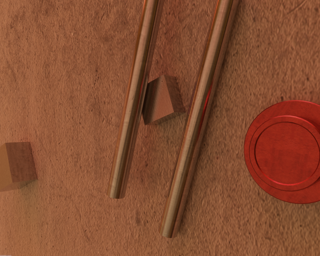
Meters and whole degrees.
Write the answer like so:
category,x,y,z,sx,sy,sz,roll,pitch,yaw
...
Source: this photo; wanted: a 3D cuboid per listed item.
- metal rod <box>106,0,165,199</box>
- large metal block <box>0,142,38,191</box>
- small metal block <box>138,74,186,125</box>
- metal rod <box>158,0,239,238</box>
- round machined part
category,x,y,z,sx,sy,sz,roll,pitch,yaw
metal rod,-0.029,-0.054,0.394,0.025,0.025,0.298,19,101,38
large metal block,-0.301,0.080,0.633,0.080,0.050,0.080,-27,73,36
small metal block,0.000,-0.035,0.403,0.050,0.025,0.050,-23,76,37
metal rod,0.044,-0.009,0.367,0.025,0.025,0.298,21,103,37
round machined part,0.124,0.022,0.290,0.098,0.042,0.097,0,90,39
